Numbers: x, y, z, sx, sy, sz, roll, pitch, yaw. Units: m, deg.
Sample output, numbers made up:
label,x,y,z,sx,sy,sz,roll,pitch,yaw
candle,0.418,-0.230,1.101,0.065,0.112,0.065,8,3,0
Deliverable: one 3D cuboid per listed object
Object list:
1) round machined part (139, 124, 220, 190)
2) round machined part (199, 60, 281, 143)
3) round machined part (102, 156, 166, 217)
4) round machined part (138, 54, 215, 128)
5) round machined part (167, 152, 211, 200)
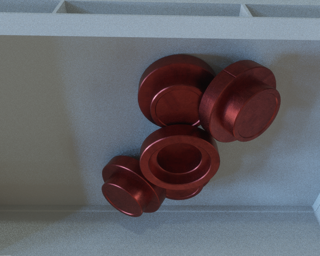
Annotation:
label,x,y,z,sx,sy,sz,roll,pitch,yaw
round machined part,0.024,0.032,0.395,0.099,0.042,0.097,-1,130,0
round machined part,0.096,-0.023,0.349,0.099,0.042,0.097,-20,132,-24
round machined part,-0.044,0.089,0.444,0.098,0.042,0.097,21,138,21
round machined part,0.023,-0.034,0.367,0.099,0.042,0.097,-1,130,0
round machined part,0.028,0.069,0.455,0.099,0.042,0.097,-1,130,0
